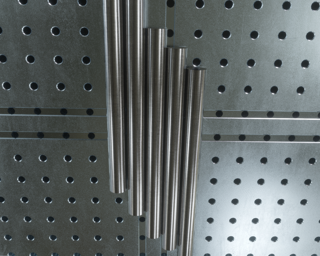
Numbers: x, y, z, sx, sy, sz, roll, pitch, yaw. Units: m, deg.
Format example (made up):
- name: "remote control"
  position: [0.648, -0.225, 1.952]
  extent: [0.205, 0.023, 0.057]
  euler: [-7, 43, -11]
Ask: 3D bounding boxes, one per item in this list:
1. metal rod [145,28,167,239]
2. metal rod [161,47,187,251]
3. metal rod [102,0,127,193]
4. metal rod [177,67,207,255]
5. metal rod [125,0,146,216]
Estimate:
- name: "metal rod"
  position: [-0.007, 0.021, 0.420]
  extent: [0.025, 0.025, 0.298]
  euler: [1, 110, -1]
- name: "metal rod"
  position: [0.018, 0.042, 0.428]
  extent: [0.025, 0.025, 0.298]
  euler: [1, 110, -1]
- name: "metal rod"
  position: [-0.057, -0.053, 0.393]
  extent: [0.025, 0.025, 0.298]
  euler: [1, 110, -1]
- name: "metal rod"
  position: [0.043, 0.066, 0.437]
  extent: [0.025, 0.025, 0.298]
  euler: [1, 110, -1]
- name: "metal rod"
  position: [-0.031, -0.017, 0.406]
  extent: [0.025, 0.025, 0.298]
  euler: [1, 110, -1]
